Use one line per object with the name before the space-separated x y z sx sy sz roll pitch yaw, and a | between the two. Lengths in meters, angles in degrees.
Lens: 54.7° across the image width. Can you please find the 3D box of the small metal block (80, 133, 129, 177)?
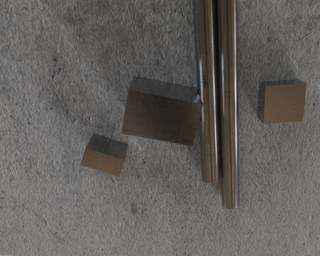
small metal block | -0.071 0.034 0.408 0.050 0.050 0.025 19 109 -7

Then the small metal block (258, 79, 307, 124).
small metal block | 0.156 -0.034 0.399 0.050 0.025 0.050 -4 110 1

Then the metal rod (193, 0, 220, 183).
metal rod | 0.058 -0.067 0.385 0.025 0.025 0.298 -5 110 1

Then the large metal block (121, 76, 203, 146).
large metal block | 0.002 -0.024 0.372 0.081 0.080 0.050 10 110 -4

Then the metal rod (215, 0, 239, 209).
metal rod | 0.089 -0.028 0.400 0.025 0.025 0.298 -5 110 1
